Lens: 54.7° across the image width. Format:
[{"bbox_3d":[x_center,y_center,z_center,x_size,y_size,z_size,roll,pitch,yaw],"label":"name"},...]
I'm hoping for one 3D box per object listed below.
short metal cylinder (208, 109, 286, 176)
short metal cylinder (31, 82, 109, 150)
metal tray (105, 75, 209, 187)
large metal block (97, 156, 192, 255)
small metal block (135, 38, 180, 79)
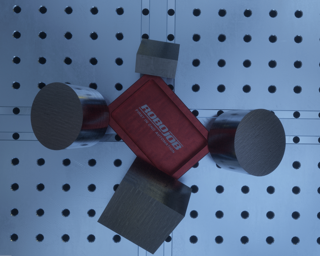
[{"bbox_3d":[0.108,0.017,0.386,0.081,0.050,0.079,0,91,-27],"label":"short metal cylinder"},{"bbox_3d":[-0.111,-0.014,0.385,0.080,0.050,0.079,0,91,25],"label":"short metal cylinder"},{"bbox_3d":[-0.001,0.001,0.410,0.090,0.030,0.130,-41,90,0],"label":"metal tray"},{"bbox_3d":[-0.019,0.096,0.383,0.080,0.050,0.079,31,121,-1],"label":"large metal block"},{"bbox_3d":[-0.002,-0.090,0.398,0.050,0.050,0.025,9,128,0],"label":"small metal block"}]
